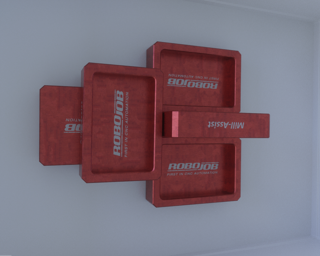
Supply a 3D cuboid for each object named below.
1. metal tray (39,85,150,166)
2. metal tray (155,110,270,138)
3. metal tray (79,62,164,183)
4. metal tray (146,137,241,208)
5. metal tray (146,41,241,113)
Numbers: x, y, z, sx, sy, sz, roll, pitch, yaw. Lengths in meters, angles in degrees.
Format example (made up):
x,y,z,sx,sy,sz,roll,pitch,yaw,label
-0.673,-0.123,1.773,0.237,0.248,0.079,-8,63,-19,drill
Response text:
x,y,z,sx,sy,sz,roll,pitch,yaw,label
-0.076,-0.003,0.377,0.131,0.030,0.089,0,90,-21,metal tray
0.061,-0.004,0.397,0.131,0.090,0.030,1,90,-20,metal tray
-0.044,-0.005,0.358,0.091,0.030,0.129,1,90,-21,metal tray
0.048,0.056,0.425,0.131,0.030,0.089,1,90,-21,metal tray
0.048,-0.064,0.425,0.131,0.030,0.089,1,90,-21,metal tray
